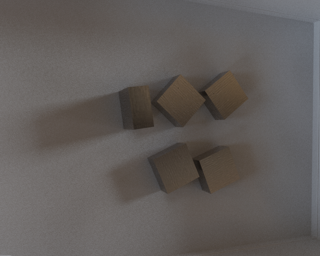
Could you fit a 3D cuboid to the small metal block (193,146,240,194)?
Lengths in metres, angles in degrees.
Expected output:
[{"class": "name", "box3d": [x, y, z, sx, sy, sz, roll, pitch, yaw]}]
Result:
[{"class": "small metal block", "box3d": [0.079, 0.058, 0.441, 0.050, 0.025, 0.050, -23, 98, -19]}]

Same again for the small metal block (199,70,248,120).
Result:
[{"class": "small metal block", "box3d": [0.090, -0.046, 0.445, 0.050, 0.025, 0.050, -40, 103, -16]}]

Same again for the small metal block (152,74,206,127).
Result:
[{"class": "small metal block", "box3d": [0.025, -0.036, 0.421, 0.050, 0.025, 0.050, 44, 76, -15]}]

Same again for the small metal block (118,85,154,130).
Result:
[{"class": "small metal block", "box3d": [-0.031, -0.025, 0.387, 0.025, 0.050, 0.050, -9, 93, -20]}]

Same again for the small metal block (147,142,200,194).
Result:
[{"class": "small metal block", "box3d": [0.018, 0.053, 0.419, 0.050, 0.025, 0.050, -25, 99, -19]}]
